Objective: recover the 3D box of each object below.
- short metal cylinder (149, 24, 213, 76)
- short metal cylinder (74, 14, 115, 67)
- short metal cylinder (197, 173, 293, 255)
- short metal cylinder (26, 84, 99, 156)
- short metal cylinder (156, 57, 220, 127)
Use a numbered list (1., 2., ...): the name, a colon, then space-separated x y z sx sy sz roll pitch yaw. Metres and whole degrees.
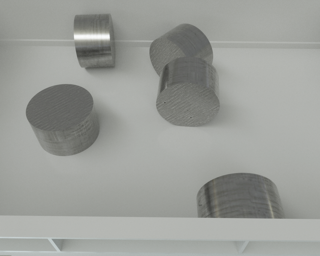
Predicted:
1. short metal cylinder: 0.031 -0.106 0.459 0.080 0.080 0.050 35 58 25
2. short metal cylinder: -0.099 -0.135 0.482 0.050 0.080 0.080 -3 50 -3
3. short metal cylinder: 0.076 0.087 0.293 0.080 0.079 0.050 1 44 1
4. short metal cylinder: -0.122 -0.011 0.397 0.080 0.050 0.080 0 50 0
5. short metal cylinder: 0.037 -0.046 0.408 0.080 0.080 0.050 4 50 3
